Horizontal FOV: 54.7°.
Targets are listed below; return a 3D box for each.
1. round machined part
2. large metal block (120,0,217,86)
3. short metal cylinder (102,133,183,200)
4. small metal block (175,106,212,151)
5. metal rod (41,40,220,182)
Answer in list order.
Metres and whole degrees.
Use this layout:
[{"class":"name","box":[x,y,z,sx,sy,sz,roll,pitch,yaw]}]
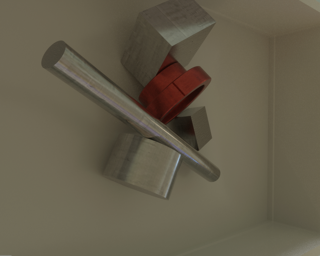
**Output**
[{"class":"round machined part","box":[0.013,-0.042,0.381,0.099,0.097,0.042,-37,82,-34]},{"class":"large metal block","box":[0.008,-0.102,0.370,0.050,0.080,0.080,48,56,8]},{"class":"short metal cylinder","box":[-0.019,0.045,0.356,0.080,0.080,0.050,32,71,-36]},{"class":"small metal block","box":[0.049,0.001,0.441,0.050,0.025,0.050,-33,112,-54]},{"class":"metal rod","box":[-0.001,0.006,0.343,0.301,0.025,0.025,38,66,-49]}]
